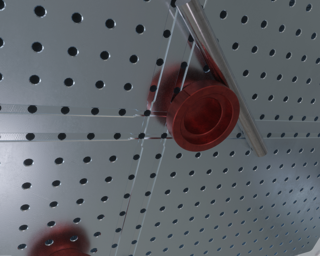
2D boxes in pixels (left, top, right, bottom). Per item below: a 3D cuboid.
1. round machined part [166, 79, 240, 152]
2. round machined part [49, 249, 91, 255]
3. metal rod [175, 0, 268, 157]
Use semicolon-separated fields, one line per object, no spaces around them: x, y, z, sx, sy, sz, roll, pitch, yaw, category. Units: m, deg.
0.053;-0.020;0.415;0.099;0.042;0.097;-12;124;-18;round machined part
-0.141;0.220;0.459;0.099;0.042;0.097;-14;124;-21;round machined part
0.100;-0.051;0.433;0.025;0.025;0.300;-40;130;-1;metal rod
